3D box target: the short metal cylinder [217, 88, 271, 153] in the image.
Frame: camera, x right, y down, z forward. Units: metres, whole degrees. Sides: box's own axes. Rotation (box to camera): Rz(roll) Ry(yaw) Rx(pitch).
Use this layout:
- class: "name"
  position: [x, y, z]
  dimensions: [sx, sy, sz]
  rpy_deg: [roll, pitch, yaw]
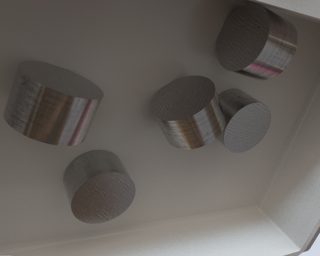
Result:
- class: "short metal cylinder"
  position: [0.112, -0.011, 0.449]
  dimensions: [0.081, 0.050, 0.079]
  rpy_deg: [-14, 125, -21]

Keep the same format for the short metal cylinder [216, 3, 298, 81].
- class: "short metal cylinder"
  position: [0.115, -0.102, 0.375]
  dimensions: [0.050, 0.080, 0.079]
  rpy_deg: [10, 114, -33]

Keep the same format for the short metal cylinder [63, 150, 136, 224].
- class: "short metal cylinder"
  position: [-0.078, 0.075, 0.397]
  dimensions: [0.081, 0.050, 0.079]
  rpy_deg: [-14, 125, -21]

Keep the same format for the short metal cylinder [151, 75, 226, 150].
- class: "short metal cylinder"
  position: [0.035, -0.020, 0.382]
  dimensions: [0.080, 0.080, 0.050]
  rpy_deg: [-33, 129, -7]

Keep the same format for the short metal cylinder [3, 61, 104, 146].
- class: "short metal cylinder"
  position: [-0.102, -0.025, 0.302]
  dimensions: [0.081, 0.080, 0.050]
  rpy_deg: [14, 111, -35]
